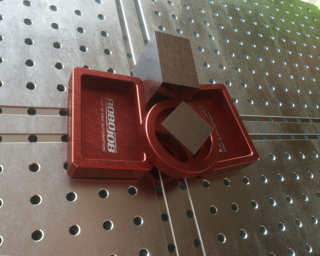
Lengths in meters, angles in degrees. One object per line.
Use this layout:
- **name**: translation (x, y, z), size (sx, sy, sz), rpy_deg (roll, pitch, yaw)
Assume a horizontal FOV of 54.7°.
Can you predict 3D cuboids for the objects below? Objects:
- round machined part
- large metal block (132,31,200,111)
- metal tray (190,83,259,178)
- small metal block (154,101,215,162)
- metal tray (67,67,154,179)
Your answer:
- **round machined part**: translation (0.020, 0.017, 0.381), size (0.099, 0.042, 0.098), rpy_deg (14, 56, -21)
- **large metal block**: translation (0.004, -0.066, 0.411), size (0.050, 0.080, 0.080), rpy_deg (6, 59, -25)
- **metal tray**: translation (0.075, -0.001, 0.441), size (0.091, 0.030, 0.130), rpy_deg (-7, 65, -31)
- **small metal block**: translation (0.028, 0.004, 0.362), size (0.050, 0.025, 0.050), rpy_deg (43, 51, 1)
- **metal tray**: translation (-0.061, -0.007, 0.371), size (0.091, 0.030, 0.130), rpy_deg (6, 59, -25)
